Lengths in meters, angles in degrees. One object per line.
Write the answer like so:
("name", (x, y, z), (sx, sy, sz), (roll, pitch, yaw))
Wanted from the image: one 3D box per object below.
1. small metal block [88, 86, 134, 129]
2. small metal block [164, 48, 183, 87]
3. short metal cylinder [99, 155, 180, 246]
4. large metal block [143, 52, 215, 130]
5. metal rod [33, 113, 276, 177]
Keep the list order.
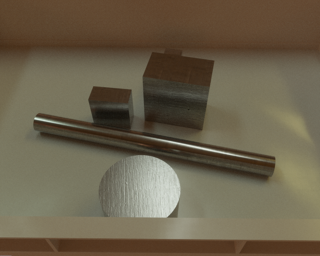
("small metal block", (-0.063, -0.026, 0.410), (0.050, 0.050, 0.025), (5, 50, 4))
("small metal block", (0.015, -0.081, 0.457), (0.025, 0.050, 0.050), (10, 51, 8))
("short metal cylinder", (-0.020, 0.076, 0.325), (0.081, 0.050, 0.080), (0, 50, 0))
("large metal block", (0.024, -0.048, 0.410), (0.080, 0.080, 0.050), (10, 51, 8))
("metal rod", (-0.013, 0.019, 0.388), (0.301, 0.025, 0.025), (10, 51, 8))
